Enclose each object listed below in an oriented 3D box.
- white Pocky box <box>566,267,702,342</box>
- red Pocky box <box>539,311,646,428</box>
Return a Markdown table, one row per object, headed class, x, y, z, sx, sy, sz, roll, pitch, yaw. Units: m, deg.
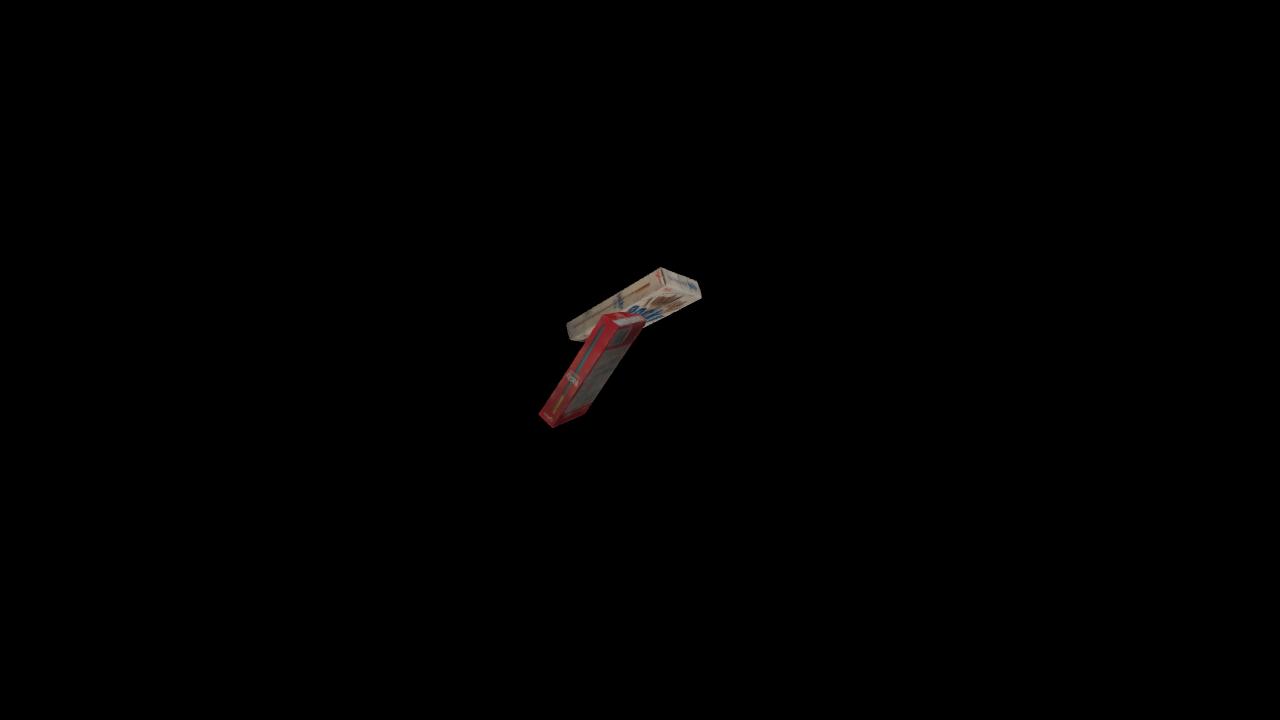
| class | x | y | z | sx | sy | sz | roll | pitch | yaw |
| --- | --- | --- | --- | --- | --- | --- | --- | --- | --- |
| white Pocky box | -0.009 | -0.062 | 0.758 | 0.154 | 0.028 | 0.084 | -26 | -19 | 31 |
| red Pocky box | -0.057 | 0.009 | 0.736 | 0.028 | 0.155 | 0.083 | 39 | 21 | 13 |
